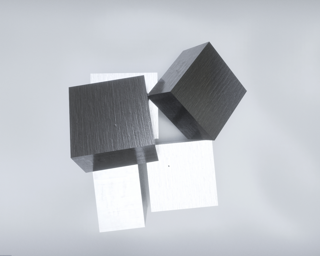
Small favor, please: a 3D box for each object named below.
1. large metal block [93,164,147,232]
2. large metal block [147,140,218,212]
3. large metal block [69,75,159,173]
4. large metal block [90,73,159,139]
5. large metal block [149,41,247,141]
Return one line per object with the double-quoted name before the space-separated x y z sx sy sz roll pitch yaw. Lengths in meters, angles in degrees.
"large metal block" -0.046 0.073 0.382 0.050 0.080 0.079 -7 90 0
"large metal block" 0.026 0.057 0.396 0.081 0.050 0.079 -5 90 -1
"large metal block" -0.049 -0.004 0.332 0.080 0.050 0.080 -9 65 0
"large metal block" -0.043 -0.026 0.397 0.081 0.050 0.079 -1 90 -1
"large metal block" 0.046 -0.042 0.373 0.080 0.050 0.080 46 67 -23
